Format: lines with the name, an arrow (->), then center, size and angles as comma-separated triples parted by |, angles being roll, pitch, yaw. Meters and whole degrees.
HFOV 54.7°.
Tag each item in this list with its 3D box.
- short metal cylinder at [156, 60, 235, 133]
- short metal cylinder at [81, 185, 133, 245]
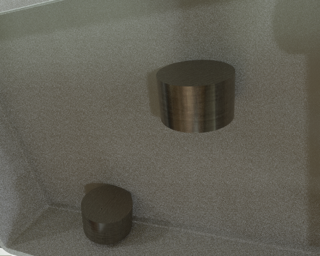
short metal cylinder -> 0.038, -0.036, 0.330 | 0.080, 0.080, 0.050 | 8, 122, 24
short metal cylinder -> -0.085, 0.139, 0.502 | 0.080, 0.080, 0.050 | 17, 125, 18
